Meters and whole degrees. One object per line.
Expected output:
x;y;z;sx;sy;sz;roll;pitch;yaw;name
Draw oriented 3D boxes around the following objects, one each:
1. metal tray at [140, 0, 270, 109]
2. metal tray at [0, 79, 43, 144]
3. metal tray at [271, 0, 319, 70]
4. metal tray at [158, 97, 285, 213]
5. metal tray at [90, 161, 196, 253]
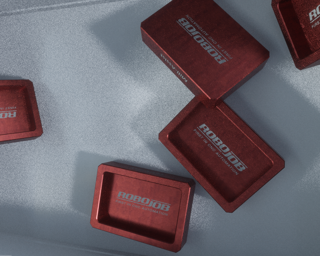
0.051;-0.098;0.370;0.090;0.030;0.130;-39;76;-10;metal tray
-0.243;-0.021;0.439;0.030;0.131;0.090;-19;83;48;metal tray
0.166;-0.121;0.297;0.030;0.130;0.090;-17;84;-12;metal tray
0.073;0.025;0.381;0.090;0.030;0.130;-46;76;14;metal tray
-0.025;0.102;0.415;0.130;0.030;0.089;10;93;19;metal tray
